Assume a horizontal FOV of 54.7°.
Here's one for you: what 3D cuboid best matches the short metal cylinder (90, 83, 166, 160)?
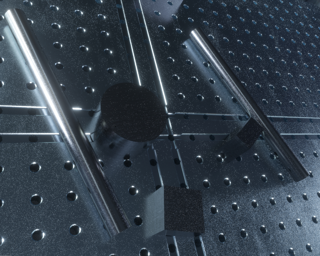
[{"bbox_3d":[-0.039,-0.008,0.376,0.081,0.050,0.080,14,56,-21],"label":"short metal cylinder"}]

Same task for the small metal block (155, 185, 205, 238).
[{"bbox_3d":[0.022,0.098,0.360,0.050,0.025,0.050,13,56,-21],"label":"small metal block"}]

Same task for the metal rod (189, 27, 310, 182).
[{"bbox_3d":[0.141,-0.045,0.511,0.025,0.025,0.299,-24,75,-36],"label":"metal rod"}]

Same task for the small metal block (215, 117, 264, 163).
[{"bbox_3d":[0.114,0.018,0.442,0.025,0.050,0.050,46,51,3],"label":"small metal block"}]

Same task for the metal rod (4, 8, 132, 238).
[{"bbox_3d":[-0.113,-0.018,0.357,0.025,0.025,0.299,-20,72,-35],"label":"metal rod"}]
